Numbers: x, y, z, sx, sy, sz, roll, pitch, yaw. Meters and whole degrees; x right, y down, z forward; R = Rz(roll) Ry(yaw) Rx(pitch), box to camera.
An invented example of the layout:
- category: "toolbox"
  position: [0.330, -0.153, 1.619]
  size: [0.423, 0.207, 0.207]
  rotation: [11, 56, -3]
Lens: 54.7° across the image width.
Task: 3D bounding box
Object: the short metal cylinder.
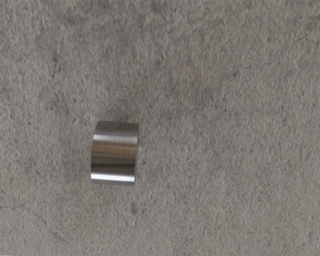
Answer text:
- category: "short metal cylinder"
  position: [-0.054, 0.032, 0.392]
  size: [0.050, 0.080, 0.079]
  rotation: [4, 110, -2]
